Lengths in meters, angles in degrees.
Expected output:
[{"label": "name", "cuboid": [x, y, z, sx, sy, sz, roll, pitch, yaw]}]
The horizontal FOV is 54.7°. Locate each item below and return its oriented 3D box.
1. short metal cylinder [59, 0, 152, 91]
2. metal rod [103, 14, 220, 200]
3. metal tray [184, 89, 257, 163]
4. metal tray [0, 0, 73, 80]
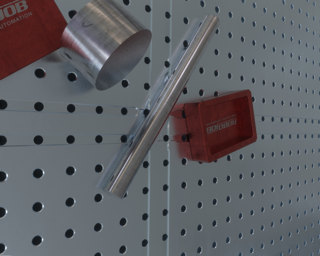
[{"label": "short metal cylinder", "cuboid": [-0.054, -0.085, 0.319, 0.050, 0.080, 0.080, 43, 59, 6]}, {"label": "metal rod", "cuboid": [0.013, -0.043, 0.419, 0.025, 0.025, 0.300, 44, 64, -32]}, {"label": "metal tray", "cuboid": [0.100, -0.007, 0.490, 0.131, 0.030, 0.089, -17, 101, -39]}, {"label": "metal tray", "cuboid": [-0.155, -0.090, 0.276, 0.131, 0.030, 0.090, -42, 116, -32]}]
